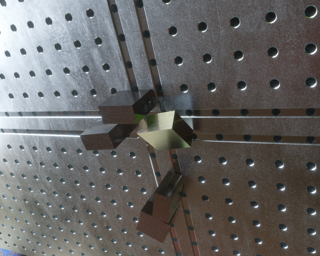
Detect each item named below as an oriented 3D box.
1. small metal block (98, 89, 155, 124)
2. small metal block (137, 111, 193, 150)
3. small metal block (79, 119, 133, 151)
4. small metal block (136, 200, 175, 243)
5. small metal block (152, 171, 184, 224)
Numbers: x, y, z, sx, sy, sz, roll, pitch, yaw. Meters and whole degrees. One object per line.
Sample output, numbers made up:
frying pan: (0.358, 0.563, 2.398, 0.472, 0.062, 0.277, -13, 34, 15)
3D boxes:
small metal block: (-0.042, -0.028, 0.398, 0.050, 0.050, 0.025, 1, 119, 27)
small metal block: (0.007, 0.005, 0.394, 0.050, 0.025, 0.050, -8, 147, 31)
small metal block: (-0.075, 0.007, 0.437, 0.050, 0.050, 0.025, -5, 116, 30)
small metal block: (-0.008, 0.154, 0.509, 0.050, 0.025, 0.050, 24, 127, 13)
small metal block: (0.012, 0.100, 0.449, 0.025, 0.050, 0.050, 17, 125, 18)
